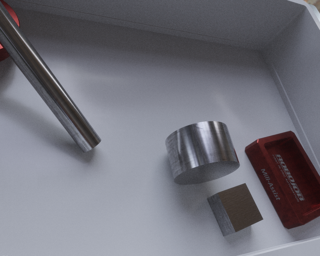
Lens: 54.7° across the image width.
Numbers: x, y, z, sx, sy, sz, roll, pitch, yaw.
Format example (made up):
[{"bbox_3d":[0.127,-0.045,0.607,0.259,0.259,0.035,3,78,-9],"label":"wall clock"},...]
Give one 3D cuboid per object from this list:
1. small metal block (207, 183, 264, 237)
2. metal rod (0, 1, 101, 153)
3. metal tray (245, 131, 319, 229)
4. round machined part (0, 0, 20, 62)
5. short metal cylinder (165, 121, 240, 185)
[{"bbox_3d":[0.096,0.104,0.396,0.050,0.025,0.050,-10,67,-33],"label":"small metal block"},{"bbox_3d":[-0.155,-0.099,0.310,0.025,0.025,0.299,-48,113,-39],"label":"metal rod"},{"bbox_3d":[0.195,0.073,0.465,0.091,0.030,0.130,-10,67,-33],"label":"metal tray"},{"bbox_3d":[-0.212,-0.108,0.346,0.099,0.042,0.098,14,56,-21],"label":"round machined part"},{"bbox_3d":[0.051,0.033,0.380,0.081,0.080,0.050,1,61,-28],"label":"short metal cylinder"}]
